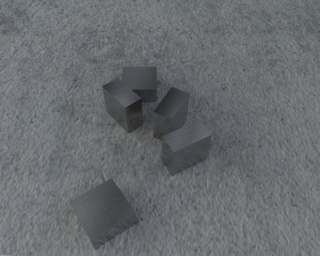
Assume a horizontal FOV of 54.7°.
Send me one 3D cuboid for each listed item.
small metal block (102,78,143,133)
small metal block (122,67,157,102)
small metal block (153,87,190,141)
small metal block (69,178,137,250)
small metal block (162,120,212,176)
[{"bbox_3d":[-0.049,-0.030,0.411,0.025,0.050,0.050,-33,58,-25],"label":"small metal block"},{"bbox_3d":[-0.030,-0.065,0.457,0.050,0.025,0.050,0,50,-1],"label":"small metal block"},{"bbox_3d":[0.015,-0.016,0.401,0.025,0.050,0.050,22,53,17],"label":"small metal block"},{"bbox_3d":[-0.059,0.089,0.327,0.050,0.025,0.050,-28,56,-22],"label":"small metal block"},{"bbox_3d":[0.030,0.024,0.367,0.050,0.050,0.025,-23,54,-19],"label":"small metal block"}]
